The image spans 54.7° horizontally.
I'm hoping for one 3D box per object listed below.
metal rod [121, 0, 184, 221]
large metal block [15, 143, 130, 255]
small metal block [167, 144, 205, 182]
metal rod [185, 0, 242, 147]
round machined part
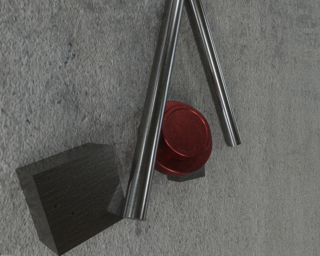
[{"bbox_3d":[-0.003,-0.044,0.370,0.025,0.025,0.299,28,62,-37],"label":"metal rod"},{"bbox_3d":[-0.087,0.067,0.317,0.081,0.050,0.079,-22,104,-38],"label":"large metal block"},{"bbox_3d":[0.037,0.046,0.438,0.050,0.025,0.050,-4,93,-40],"label":"small metal block"},{"bbox_3d":[0.074,-0.110,0.469,0.025,0.025,0.298,-32,110,-36],"label":"metal rod"},{"bbox_3d":[0.025,0.009,0.393,0.099,0.042,0.098,9,66,-22],"label":"round machined part"}]
